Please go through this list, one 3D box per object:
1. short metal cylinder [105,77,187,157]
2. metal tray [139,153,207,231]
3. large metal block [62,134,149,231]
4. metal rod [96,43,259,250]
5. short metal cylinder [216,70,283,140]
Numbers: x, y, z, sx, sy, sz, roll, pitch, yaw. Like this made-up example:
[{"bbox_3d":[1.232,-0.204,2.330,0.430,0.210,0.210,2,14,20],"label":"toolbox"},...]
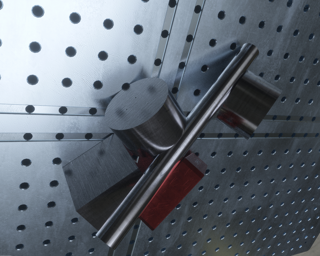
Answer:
[{"bbox_3d":[-0.016,-0.013,0.360,0.080,0.080,0.050,-37,130,-4],"label":"short metal cylinder"},{"bbox_3d":[0.021,0.079,0.419,0.090,0.030,0.130,-48,171,6],"label":"metal tray"},{"bbox_3d":[-0.064,0.064,0.381,0.080,0.080,0.050,-34,129,-6],"label":"large metal block"},{"bbox_3d":[0.033,0.006,0.365,0.301,0.025,0.025,-51,132,-20],"label":"metal rod"},{"bbox_3d":[0.120,-0.031,0.418,0.080,0.050,0.080,-51,166,-17],"label":"short metal cylinder"}]
